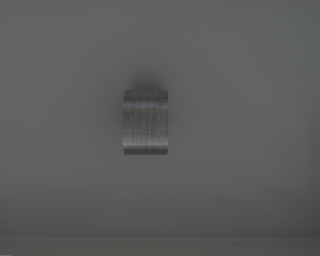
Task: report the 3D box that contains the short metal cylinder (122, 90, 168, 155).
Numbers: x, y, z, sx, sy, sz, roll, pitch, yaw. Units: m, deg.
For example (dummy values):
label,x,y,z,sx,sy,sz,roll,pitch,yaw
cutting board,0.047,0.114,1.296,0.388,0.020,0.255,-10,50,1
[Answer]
label,x,y,z,sx,sy,sz,roll,pitch,yaw
short metal cylinder,-0.016,-0.007,0.377,0.050,0.080,0.079,0,110,-1
